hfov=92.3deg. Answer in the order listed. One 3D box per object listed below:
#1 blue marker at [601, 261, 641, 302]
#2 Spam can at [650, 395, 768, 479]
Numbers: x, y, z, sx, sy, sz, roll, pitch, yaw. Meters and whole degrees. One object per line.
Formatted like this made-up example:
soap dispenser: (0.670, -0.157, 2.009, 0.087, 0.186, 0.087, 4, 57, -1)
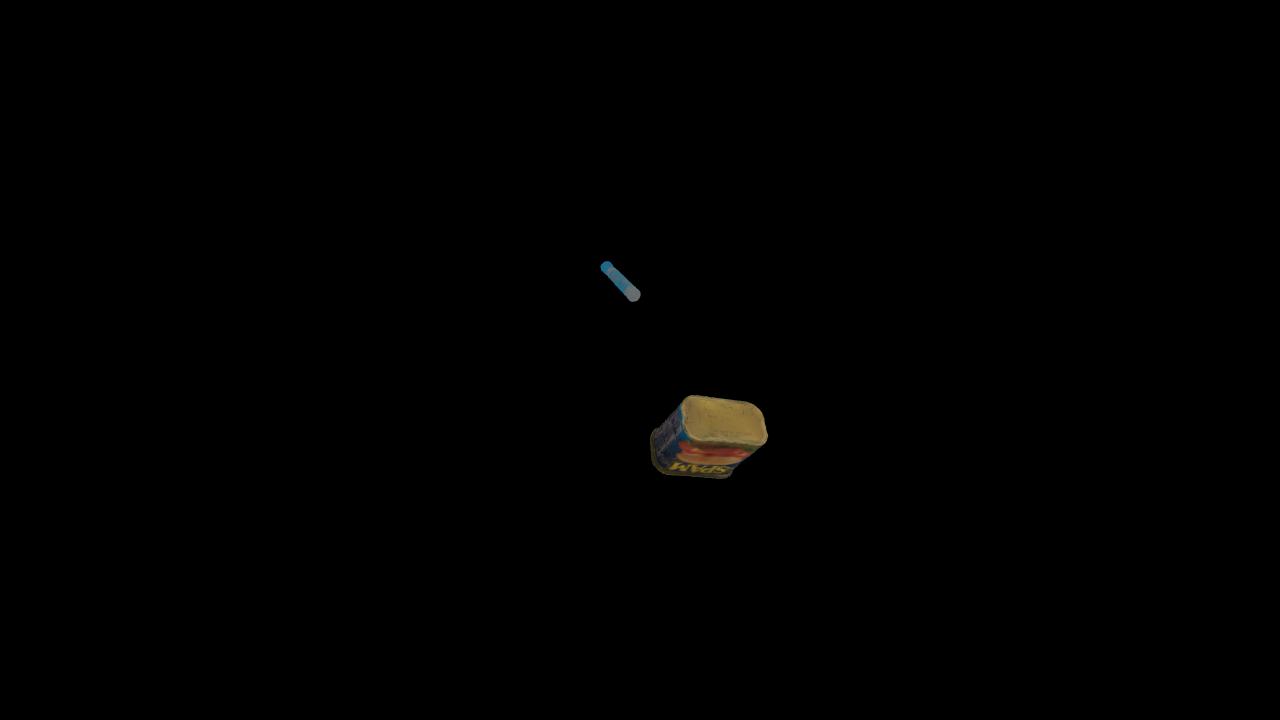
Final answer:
blue marker: (-0.030, -0.115, 0.887, 0.020, 0.020, 0.121, 0, 28, -26)
Spam can: (0.073, 0.083, 0.659, 0.101, 0.058, 0.085, 8, -35, -21)
